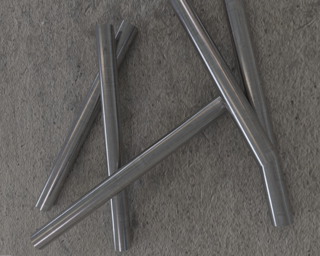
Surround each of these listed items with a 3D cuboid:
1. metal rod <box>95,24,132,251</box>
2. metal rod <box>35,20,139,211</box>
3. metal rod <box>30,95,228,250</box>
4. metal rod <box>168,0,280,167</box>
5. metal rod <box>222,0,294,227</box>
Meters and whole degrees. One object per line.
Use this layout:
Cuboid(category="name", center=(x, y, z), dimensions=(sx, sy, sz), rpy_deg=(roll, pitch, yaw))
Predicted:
Cuboid(category="metal rod", center=(-0.062, 0.016, 0.415), dimensions=(0.025, 0.025, 0.298), rpy_deg=(-2, 95, 20))
Cuboid(category="metal rod", center=(-0.109, -0.011, 0.447), dimensions=(0.025, 0.025, 0.299), rpy_deg=(31, 100, 17))
Cuboid(category="metal rod", center=(-0.039, 0.057, 0.392), dimensions=(0.300, 0.025, 0.025), rpy_deg=(-37, 78, 4))
Cuboid(category="metal rod", center=(0.057, -0.094, 0.374), dimensions=(0.025, 0.025, 0.299), rpy_deg=(-30, 75, 17))
Cuboid(category="metal rod", center=(0.113, -0.036, 0.368), dimensions=(0.025, 0.025, 0.298), rpy_deg=(-13, 86, 19))
